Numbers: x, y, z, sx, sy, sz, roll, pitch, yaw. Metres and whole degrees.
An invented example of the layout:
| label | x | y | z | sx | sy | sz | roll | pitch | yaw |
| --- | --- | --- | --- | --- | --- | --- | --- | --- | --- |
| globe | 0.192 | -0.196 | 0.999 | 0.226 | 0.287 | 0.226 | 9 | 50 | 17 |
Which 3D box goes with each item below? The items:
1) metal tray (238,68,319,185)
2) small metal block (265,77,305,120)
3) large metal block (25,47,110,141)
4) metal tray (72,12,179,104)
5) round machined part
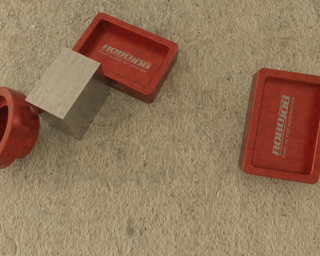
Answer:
| label | x | y | z | sx | sy | sz | roll | pitch | yaw |
| --- | --- | --- | --- | --- | --- | --- | --- | --- | --- |
| metal tray | 0.154 | -0.003 | 0.384 | 0.091 | 0.030 | 0.129 | 9 | 90 | 3 |
| small metal block | 0.170 | -0.037 | 0.423 | 0.050 | 0.025 | 0.050 | -22 | 72 | -8 |
| large metal block | -0.111 | -0.040 | 0.392 | 0.050 | 0.080 | 0.080 | 26 | 72 | 8 |
| metal tray | -0.050 | -0.101 | 0.441 | 0.130 | 0.030 | 0.090 | 25 | 72 | 8 |
| round machined part | -0.186 | 0.002 | 0.380 | 0.098 | 0.042 | 0.098 | -12 | 70 | 35 |
